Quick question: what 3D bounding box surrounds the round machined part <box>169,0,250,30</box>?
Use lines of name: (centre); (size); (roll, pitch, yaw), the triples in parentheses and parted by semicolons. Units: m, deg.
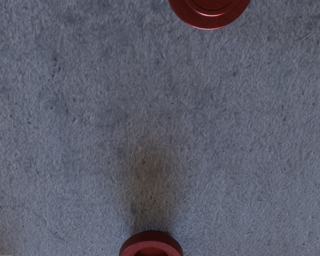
round machined part: (0.056, -0.160, 0.343); (0.099, 0.042, 0.097); (0, 110, -1)

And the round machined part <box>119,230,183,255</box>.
round machined part: (-0.013, 0.197, 0.473); (0.099, 0.042, 0.097); (0, 110, -1)
